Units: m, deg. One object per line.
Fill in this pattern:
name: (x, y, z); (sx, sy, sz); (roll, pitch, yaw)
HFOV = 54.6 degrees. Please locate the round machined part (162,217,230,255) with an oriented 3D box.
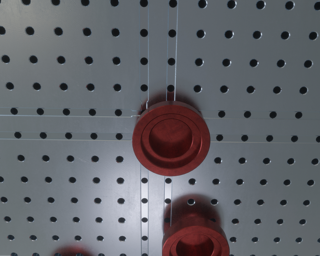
round machined part: (0.052, 0.175, 0.469); (0.099, 0.042, 0.097); (0, 110, 0)

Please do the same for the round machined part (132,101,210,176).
round machined part: (0.014, 0.011, 0.408); (0.099, 0.042, 0.097); (0, 110, 0)
